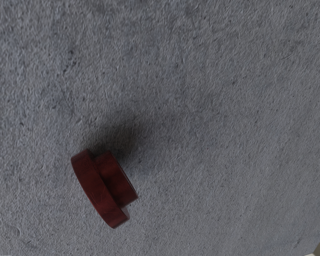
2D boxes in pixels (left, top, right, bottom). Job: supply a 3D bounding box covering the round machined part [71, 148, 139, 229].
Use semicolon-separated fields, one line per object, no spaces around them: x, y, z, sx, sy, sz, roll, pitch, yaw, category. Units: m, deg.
-0.060;0.065;0.366;0.042;0.098;0.098;-32;129;-8;round machined part
